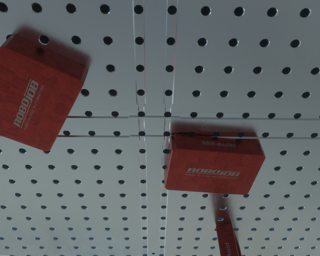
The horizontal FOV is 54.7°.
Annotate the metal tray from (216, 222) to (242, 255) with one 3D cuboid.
[{"bbox_3d":[0.134,0.251,0.559,0.030,0.130,0.090,-15,129,12],"label":"metal tray"}]

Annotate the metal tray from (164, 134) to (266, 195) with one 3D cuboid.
[{"bbox_3d":[0.076,0.056,0.458,0.131,0.030,0.089,5,130,-5],"label":"metal tray"}]

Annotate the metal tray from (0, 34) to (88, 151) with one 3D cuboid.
[{"bbox_3d":[-0.155,-0.035,0.376,0.090,0.030,0.129,24,126,-20],"label":"metal tray"}]
